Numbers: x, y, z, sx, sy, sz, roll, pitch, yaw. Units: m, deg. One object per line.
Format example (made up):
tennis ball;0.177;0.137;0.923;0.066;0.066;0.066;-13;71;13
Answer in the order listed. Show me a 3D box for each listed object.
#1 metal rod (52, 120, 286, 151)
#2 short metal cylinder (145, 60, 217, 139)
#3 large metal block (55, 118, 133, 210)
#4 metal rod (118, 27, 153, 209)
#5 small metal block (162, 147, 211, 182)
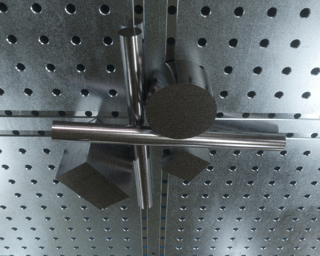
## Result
metal rod;0.021;0.012;0.397;0.302;0.025;0.025;3;131;-13
short metal cylinder;0.024;-0.033;0.368;0.081;0.050;0.079;0;130;0
large metal block;-0.082;0.048;0.414;0.050;0.080;0.080;-28;125;21
metal rod;-0.028;0.012;0.422;0.025;0.025;0.298;-1;130;1
small metal block;0.037;0.047;0.454;0.050;0.025;0.050;26;125;-21
